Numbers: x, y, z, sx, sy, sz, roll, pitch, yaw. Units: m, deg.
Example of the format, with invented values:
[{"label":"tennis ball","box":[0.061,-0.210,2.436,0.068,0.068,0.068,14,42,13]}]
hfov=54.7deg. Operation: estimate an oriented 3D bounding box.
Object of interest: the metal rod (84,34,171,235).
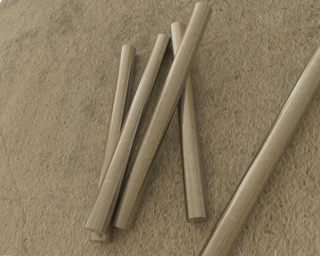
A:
[{"label":"metal rod","box":[-0.032,-0.012,0.411,0.025,0.025,0.300,0,57,28]}]

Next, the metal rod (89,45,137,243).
[{"label":"metal rod","box":[-0.060,0.002,0.432,0.025,0.025,0.299,-10,57,23]}]

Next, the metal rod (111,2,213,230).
[{"label":"metal rod","box":[0.006,-0.024,0.386,0.025,0.025,0.299,14,77,33]}]

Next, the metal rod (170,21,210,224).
[{"label":"metal rod","box":[0.034,-0.030,0.403,0.025,0.025,0.299,-15,55,19]}]

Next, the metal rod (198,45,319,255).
[{"label":"metal rod","box":[0.110,0.035,0.324,0.025,0.025,0.300,24,74,36]}]
